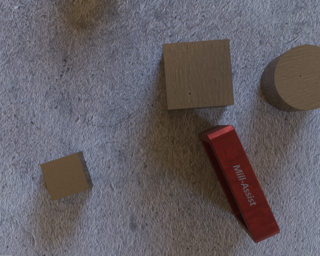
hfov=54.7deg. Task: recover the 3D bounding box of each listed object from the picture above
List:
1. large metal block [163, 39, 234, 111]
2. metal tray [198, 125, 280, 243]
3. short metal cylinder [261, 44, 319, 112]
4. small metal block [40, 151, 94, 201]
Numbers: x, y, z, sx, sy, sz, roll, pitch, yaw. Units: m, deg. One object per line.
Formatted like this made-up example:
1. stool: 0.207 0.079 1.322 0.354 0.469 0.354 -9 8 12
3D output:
1. large metal block: 0.047 -0.065 0.398 0.080 0.050 0.080 -4 90 0
2. metal tray: 0.091 0.061 0.378 0.030 0.090 0.129 -24 90 0
3. short metal cylinder: 0.178 -0.061 0.399 0.081 0.050 0.080 0 90 0
4. small metal block: -0.122 0.063 0.409 0.050 0.025 0.050 -18 90 0
